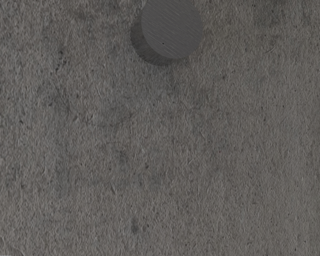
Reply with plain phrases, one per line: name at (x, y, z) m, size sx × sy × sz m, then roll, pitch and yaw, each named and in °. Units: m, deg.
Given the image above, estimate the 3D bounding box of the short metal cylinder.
short metal cylinder at (0.007, -0.124, 0.398) m, size 0.081 × 0.050 × 0.080 m, roll 0°, pitch 90°, yaw -20°
